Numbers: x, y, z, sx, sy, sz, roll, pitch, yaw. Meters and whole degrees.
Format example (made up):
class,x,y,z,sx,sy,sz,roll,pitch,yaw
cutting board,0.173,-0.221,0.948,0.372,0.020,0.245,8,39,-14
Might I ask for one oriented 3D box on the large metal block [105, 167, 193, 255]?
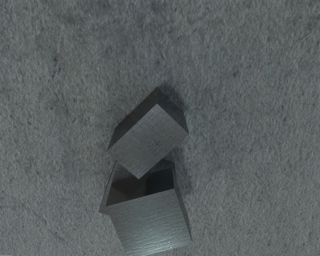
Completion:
class,x,y,z,sx,sy,sz,roll,pitch,yaw
large metal block,-0.011,0.104,0.382,0.080,0.050,0.080,-16,110,5

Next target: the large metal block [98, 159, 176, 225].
class,x,y,z,sx,sy,sz,roll,pitch,yaw
large metal block,-0.030,0.080,0.426,0.080,0.050,0.079,19,109,-7

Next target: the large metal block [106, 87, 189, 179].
class,x,y,z,sx,sy,sz,roll,pitch,yaw
large metal block,-0.014,0.003,0.381,0.080,0.080,0.050,-43,105,14
